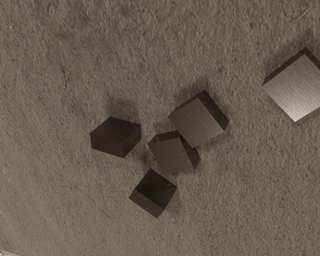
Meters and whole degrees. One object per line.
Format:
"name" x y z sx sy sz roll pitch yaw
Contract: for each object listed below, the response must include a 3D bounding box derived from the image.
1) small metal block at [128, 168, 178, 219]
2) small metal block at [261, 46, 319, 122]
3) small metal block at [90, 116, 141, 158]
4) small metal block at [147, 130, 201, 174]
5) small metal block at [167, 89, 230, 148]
"small metal block" -0.009 0.095 0.453 0.050 0.050 0.025 35 129 5
"small metal block" 0.139 -0.043 0.307 0.050 0.025 0.050 45 129 -4
"small metal block" -0.060 0.012 0.428 0.050 0.050 0.025 15 124 19
"small metal block" 0.019 0.032 0.415 0.050 0.025 0.050 -14 112 33
"small metal block" 0.046 -0.010 0.375 0.050 0.025 0.050 -32 101 38
